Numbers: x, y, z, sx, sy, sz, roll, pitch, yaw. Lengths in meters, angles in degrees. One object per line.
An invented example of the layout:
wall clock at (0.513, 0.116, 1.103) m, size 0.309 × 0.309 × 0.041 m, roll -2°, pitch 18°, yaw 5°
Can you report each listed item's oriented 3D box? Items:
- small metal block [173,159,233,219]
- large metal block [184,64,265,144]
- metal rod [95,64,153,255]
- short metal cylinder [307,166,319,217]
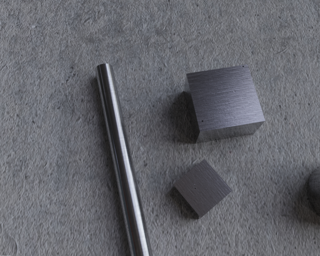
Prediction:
small metal block at (0.051, 0.075, 0.381) m, size 0.050 × 0.025 × 0.050 m, roll -37°, pitch 74°, yaw -13°
large metal block at (0.080, -0.031, 0.406) m, size 0.081 × 0.050 × 0.080 m, roll -9°, pitch 70°, yaw -4°
metal rod at (-0.044, 0.053, 0.388) m, size 0.025 × 0.025 × 0.299 m, roll -13°, pitch 71°, yaw -5°
short metal cylinder at (0.227, 0.075, 0.369) m, size 0.081 × 0.050 × 0.080 m, roll 0°, pitch 70°, yaw 0°
